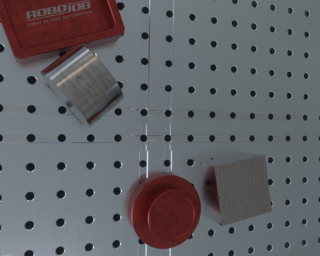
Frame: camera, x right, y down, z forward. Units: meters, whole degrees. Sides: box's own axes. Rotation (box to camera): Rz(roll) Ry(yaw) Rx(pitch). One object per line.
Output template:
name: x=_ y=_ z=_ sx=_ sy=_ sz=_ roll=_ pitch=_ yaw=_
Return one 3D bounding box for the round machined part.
round machined part: x=0.011 y=0.111 z=0.408 sx=0.099 sy=0.042 sz=0.097 roll=0 pitch=90 yaw=-20

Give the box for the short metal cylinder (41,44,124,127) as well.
short metal cylinder: x=-0.087 y=-0.047 z=0.351 sx=0.050 sy=0.080 sz=0.080 roll=-43 pitch=104 yaw=-15

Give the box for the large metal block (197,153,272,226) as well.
large metal block: x=0.104 y=0.083 z=0.438 sx=0.081 sy=0.050 sz=0.079 roll=-9 pitch=93 yaw=-20

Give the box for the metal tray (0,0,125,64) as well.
metal tray: x=-0.118 y=-0.137 z=0.366 sx=0.131 sy=0.030 sz=0.090 roll=-20 pitch=97 yaw=-19
